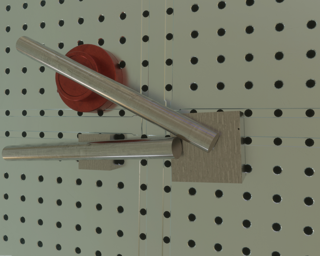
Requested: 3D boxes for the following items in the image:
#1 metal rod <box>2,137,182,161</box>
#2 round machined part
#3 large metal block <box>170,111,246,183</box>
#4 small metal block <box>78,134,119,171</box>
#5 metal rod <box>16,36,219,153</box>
[{"bbox_3d":[-0.111,0.031,0.421,0.300,0.025,0.025,-4,89,30],"label":"metal rod"},{"bbox_3d":[-0.107,-0.071,0.440,0.098,0.042,0.097,0,90,19],"label":"round machined part"},{"bbox_3d":[0.059,0.022,0.375,0.080,0.050,0.079,-2,89,19],"label":"large metal block"},{"bbox_3d":[-0.088,0.033,0.443,0.050,0.025,0.050,0,90,19],"label":"small metal block"},{"bbox_3d":[-0.067,-0.051,0.384,0.301,0.025,0.025,28,99,20],"label":"metal rod"}]
